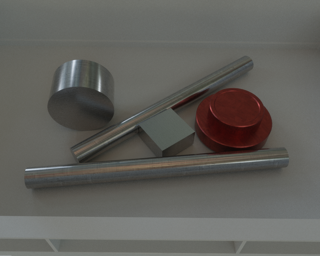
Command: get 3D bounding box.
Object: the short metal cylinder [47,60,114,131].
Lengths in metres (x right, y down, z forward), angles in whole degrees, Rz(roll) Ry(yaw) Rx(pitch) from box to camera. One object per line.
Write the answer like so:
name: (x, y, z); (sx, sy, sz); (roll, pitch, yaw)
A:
short metal cylinder: (-0.100, -0.041, 0.401); (0.081, 0.080, 0.050); (-4, 50, -4)

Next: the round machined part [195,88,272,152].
round machined part: (0.097, -0.015, 0.404); (0.099, 0.042, 0.098); (0, 50, 0)

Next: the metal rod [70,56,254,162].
metal rod: (0.018, -0.034, 0.432); (0.302, 0.025, 0.025); (-30, 56, -23)

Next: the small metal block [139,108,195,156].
small metal block: (0.008, 0.008, 0.396); (0.050, 0.025, 0.050); (-29, 56, -22)

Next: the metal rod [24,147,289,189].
metal rod: (0.000, 0.046, 0.364); (0.302, 0.025, 0.025); (-4, 50, -4)
